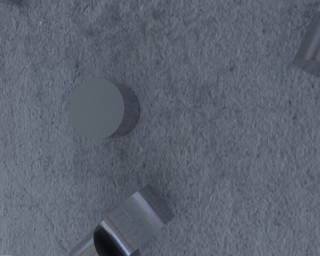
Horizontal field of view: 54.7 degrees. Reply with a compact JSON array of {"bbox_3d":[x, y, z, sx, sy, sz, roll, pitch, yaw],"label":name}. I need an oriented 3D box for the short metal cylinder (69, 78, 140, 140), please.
[{"bbox_3d":[-0.074,-0.025,0.421,0.080,0.050,0.079,0,90,19],"label":"short metal cylinder"}]

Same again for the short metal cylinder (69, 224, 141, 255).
[{"bbox_3d":[-0.071,0.172,0.404,0.050,0.080,0.080,-45,77,14],"label":"short metal cylinder"}]

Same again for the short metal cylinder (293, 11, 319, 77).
[{"bbox_3d":[0.186,-0.079,0.315,0.080,0.080,0.050,24,98,18],"label":"short metal cylinder"}]

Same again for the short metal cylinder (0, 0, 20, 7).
[{"bbox_3d":[-0.248,-0.223,0.465,0.080,0.080,0.050,20,97,18],"label":"short metal cylinder"}]

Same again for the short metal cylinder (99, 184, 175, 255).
[{"bbox_3d":[-0.028,0.116,0.389,0.080,0.080,0.050,-44,77,14],"label":"short metal cylinder"}]
